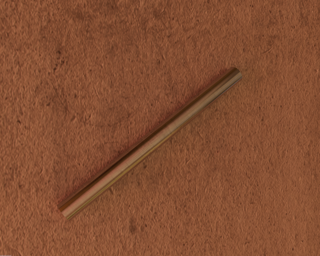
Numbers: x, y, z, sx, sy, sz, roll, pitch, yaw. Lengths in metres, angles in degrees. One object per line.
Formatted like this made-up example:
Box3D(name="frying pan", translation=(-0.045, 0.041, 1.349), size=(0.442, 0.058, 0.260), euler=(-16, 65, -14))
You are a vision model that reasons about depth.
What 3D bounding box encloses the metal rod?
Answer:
Box3D(name="metal rod", translation=(-0.002, 0.011, 0.411), size=(0.301, 0.025, 0.025), euler=(-39, 103, -16))
